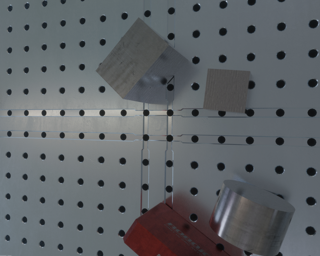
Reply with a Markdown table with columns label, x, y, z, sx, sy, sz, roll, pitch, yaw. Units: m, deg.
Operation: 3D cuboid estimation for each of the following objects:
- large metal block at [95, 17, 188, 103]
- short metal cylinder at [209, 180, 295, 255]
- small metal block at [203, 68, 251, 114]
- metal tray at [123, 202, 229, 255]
| label | x | y | z | sx | sy | sz | roll | pitch | yaw |
| --- | --- | --- | --- | --- | --- | --- | --- | --- | --- |
| large metal block | -0.020 | -0.079 | 0.390 | 0.050 | 0.080 | 0.080 | 46 | 104 | 14 |
| short metal cylinder | 0.102 | 0.098 | 0.347 | 0.080 | 0.080 | 0.050 | 20 | 97 | 19 |
| small metal block | 0.083 | -0.045 | 0.383 | 0.050 | 0.025 | 0.050 | 8 | 93 | 19 |
| metal tray | 0.030 | 0.149 | 0.367 | 0.130 | 0.090 | 0.030 | 36 | 102 | 16 |
